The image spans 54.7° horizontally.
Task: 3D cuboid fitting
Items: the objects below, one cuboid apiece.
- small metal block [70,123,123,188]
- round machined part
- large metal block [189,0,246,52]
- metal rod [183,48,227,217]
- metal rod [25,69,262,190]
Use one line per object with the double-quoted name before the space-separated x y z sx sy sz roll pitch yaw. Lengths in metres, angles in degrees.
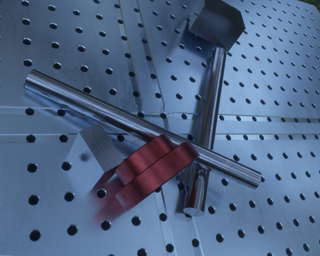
"small metal block" -0.070 0.031 0.337 0.025 0.050 0.050 -26 76 -36
"round machined part" -0.009 0.042 0.332 0.099 0.097 0.042 -31 80 -38
"large metal block" 0.100 -0.192 0.554 0.080 0.050 0.080 24 38 -14
"metal rod" 0.073 -0.016 0.458 0.025 0.025 0.300 26 53 -13
"metal rod" -0.015 0.005 0.377 0.301 0.025 0.025 25 53 -5
